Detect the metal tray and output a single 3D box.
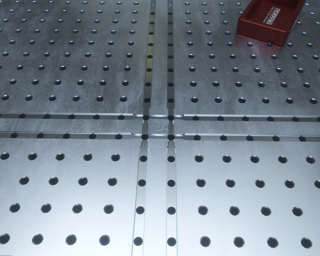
[{"bbox_3d":[0.209,-0.211,0.582,0.090,0.030,0.130,23,54,18],"label":"metal tray"}]
